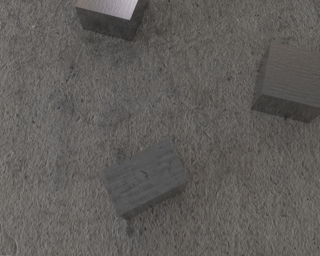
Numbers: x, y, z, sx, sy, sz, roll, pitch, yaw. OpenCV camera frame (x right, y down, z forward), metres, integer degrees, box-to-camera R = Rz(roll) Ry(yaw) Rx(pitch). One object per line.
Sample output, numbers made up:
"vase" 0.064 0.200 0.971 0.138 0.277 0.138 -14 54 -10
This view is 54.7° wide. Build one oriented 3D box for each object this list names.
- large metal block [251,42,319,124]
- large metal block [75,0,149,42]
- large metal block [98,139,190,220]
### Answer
"large metal block" 0.176 -0.060 0.418 0.080 0.050 0.080 14 71 5
"large metal block" -0.068 -0.185 0.462 0.080 0.050 0.080 16 71 5
"large metal block" -0.016 0.062 0.356 0.080 0.080 0.050 -25 72 -9
